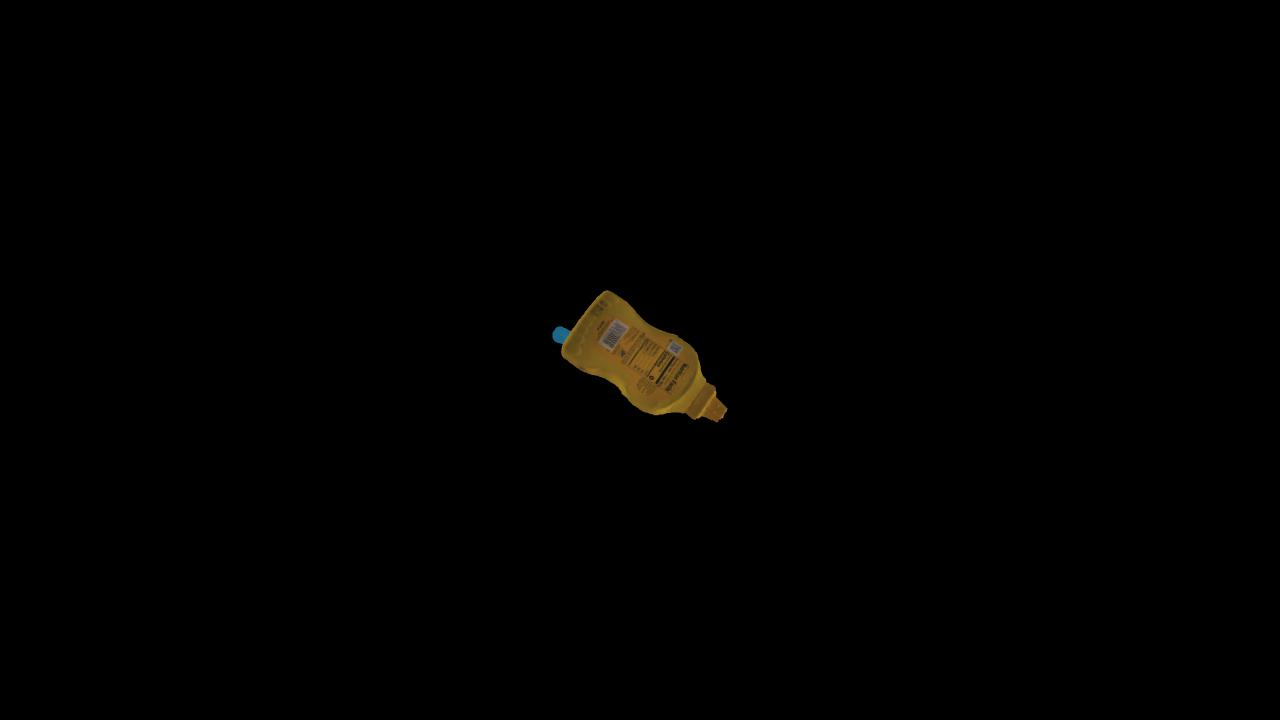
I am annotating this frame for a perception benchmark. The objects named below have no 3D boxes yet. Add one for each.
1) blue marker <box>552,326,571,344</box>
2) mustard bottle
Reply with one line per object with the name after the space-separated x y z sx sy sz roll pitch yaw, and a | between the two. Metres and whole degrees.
-0.060 -0.017 0.729 0.020 0.020 0.121 0 -11 35 | blue marker
0.013 0.009 0.660 0.184 0.092 0.054 34 -22 5 | mustard bottle
